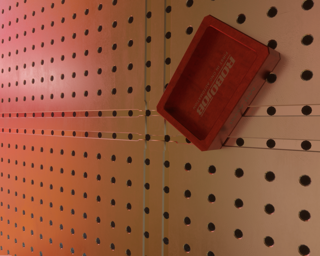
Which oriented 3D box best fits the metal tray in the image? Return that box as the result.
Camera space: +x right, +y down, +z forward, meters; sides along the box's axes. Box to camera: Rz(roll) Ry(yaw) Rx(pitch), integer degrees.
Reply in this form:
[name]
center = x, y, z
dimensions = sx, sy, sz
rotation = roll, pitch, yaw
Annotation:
[metal tray]
center = 0.060, -0.049, 0.355
dimensions = 0.090, 0.030, 0.129
rotation = 43, 116, 31
